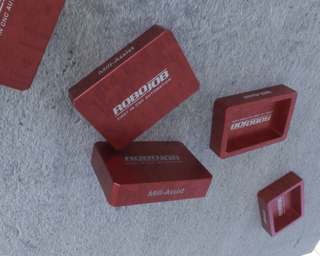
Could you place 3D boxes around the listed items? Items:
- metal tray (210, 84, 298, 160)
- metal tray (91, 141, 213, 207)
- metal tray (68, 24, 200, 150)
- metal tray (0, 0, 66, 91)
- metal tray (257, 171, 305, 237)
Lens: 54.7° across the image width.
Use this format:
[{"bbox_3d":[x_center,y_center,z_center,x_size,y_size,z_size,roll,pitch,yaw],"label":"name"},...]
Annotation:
[{"bbox_3d":[0.142,-0.011,0.474,0.131,0.030,0.089,-14,124,-21],"label":"metal tray"},{"bbox_3d":[-0.011,0.052,0.390,0.131,0.090,0.030,1,118,-29],"label":"metal tray"},{"bbox_3d":[-0.026,-0.045,0.361,0.130,0.030,0.090,-38,129,-3],"label":"metal tray"},{"bbox_3d":[-0.137,-0.106,0.263,0.091,0.030,0.129,18,109,-35],"label":"metal tray"},{"bbox_3d":[0.252,0.159,0.639,0.090,0.030,0.129,-29,129,-10],"label":"metal tray"}]
